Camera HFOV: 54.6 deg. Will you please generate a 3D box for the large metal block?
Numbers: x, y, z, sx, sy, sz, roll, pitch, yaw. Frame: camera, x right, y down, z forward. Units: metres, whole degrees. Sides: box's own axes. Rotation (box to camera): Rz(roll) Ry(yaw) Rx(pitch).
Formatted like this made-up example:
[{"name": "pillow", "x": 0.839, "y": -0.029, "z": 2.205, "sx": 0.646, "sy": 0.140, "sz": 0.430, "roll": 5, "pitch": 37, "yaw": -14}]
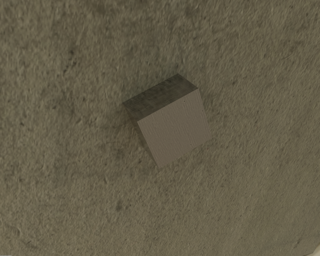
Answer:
[{"name": "large metal block", "x": 0.011, "y": -0.009, "z": 0.390, "sx": 0.080, "sy": 0.050, "sz": 0.080, "roll": -29, "pitch": 128, "yaw": -10}]
